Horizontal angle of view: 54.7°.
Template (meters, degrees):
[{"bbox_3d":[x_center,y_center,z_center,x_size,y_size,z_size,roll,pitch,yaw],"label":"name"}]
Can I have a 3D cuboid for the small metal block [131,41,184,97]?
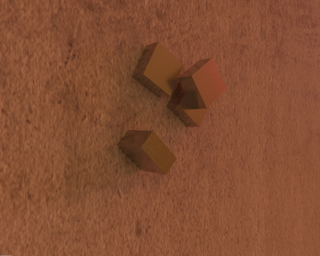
[{"bbox_3d":[-0.002,-0.075,0.405,0.050,0.025,0.050,35,68,-35],"label":"small metal block"}]

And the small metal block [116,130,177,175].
[{"bbox_3d":[-0.016,0.029,0.377,0.050,0.050,0.025,51,60,-29],"label":"small metal block"}]

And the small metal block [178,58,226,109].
[{"bbox_3d":[0.059,-0.061,0.424,0.050,0.025,0.050,-44,117,-32],"label":"small metal block"}]

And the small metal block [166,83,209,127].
[{"bbox_3d":[0.044,-0.036,0.444,0.050,0.025,0.050,43,64,-32],"label":"small metal block"}]
